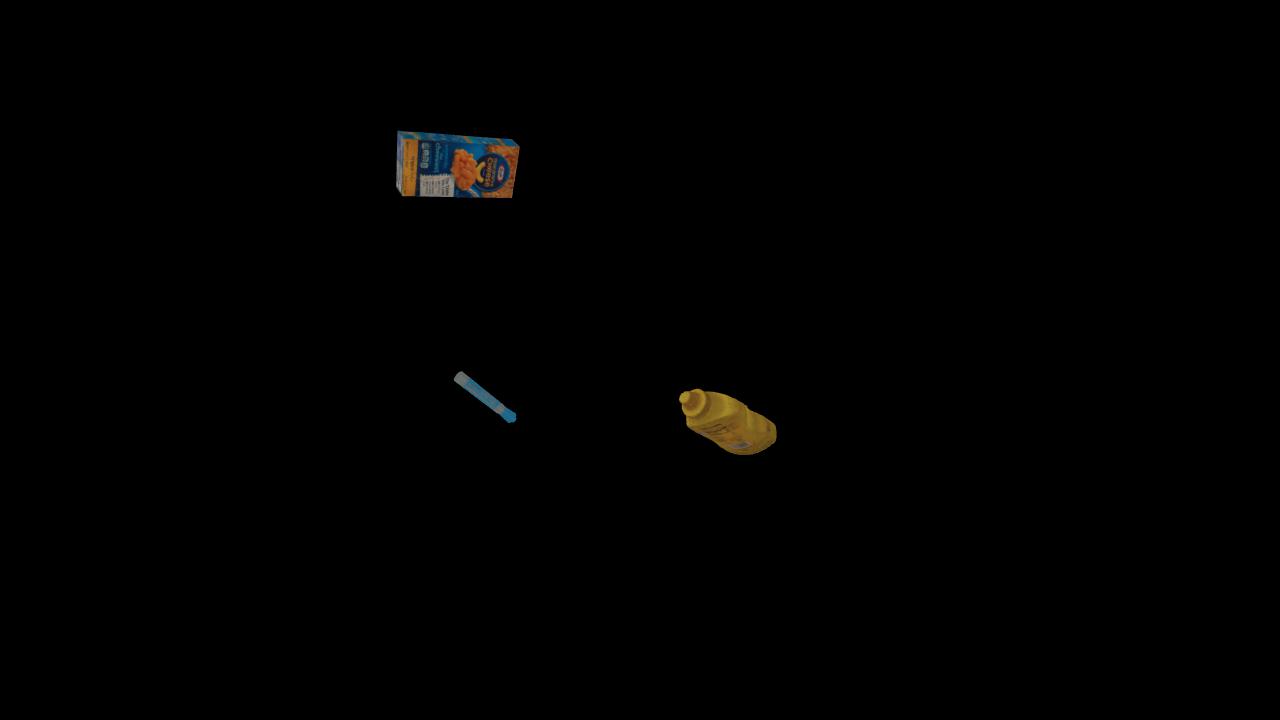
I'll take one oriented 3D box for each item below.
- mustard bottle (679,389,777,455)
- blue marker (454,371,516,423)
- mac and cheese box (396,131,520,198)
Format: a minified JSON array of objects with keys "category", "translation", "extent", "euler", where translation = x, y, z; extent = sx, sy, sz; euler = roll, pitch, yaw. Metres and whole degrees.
[{"category":"mustard bottle","translation":[0.117,0.086,0.896],"extent":[0.092,0.054,0.184],"euler":[-14,-33,38]},{"category":"blue marker","translation":[-0.242,0.061,0.973],"extent":[0.121,0.020,0.020],"euler":[44,-24,-28]},{"category":"mac and cheese box","translation":[-0.289,-0.308,0.979],"extent":[0.184,0.093,0.041],"euler":[-10,41,-34]}]
